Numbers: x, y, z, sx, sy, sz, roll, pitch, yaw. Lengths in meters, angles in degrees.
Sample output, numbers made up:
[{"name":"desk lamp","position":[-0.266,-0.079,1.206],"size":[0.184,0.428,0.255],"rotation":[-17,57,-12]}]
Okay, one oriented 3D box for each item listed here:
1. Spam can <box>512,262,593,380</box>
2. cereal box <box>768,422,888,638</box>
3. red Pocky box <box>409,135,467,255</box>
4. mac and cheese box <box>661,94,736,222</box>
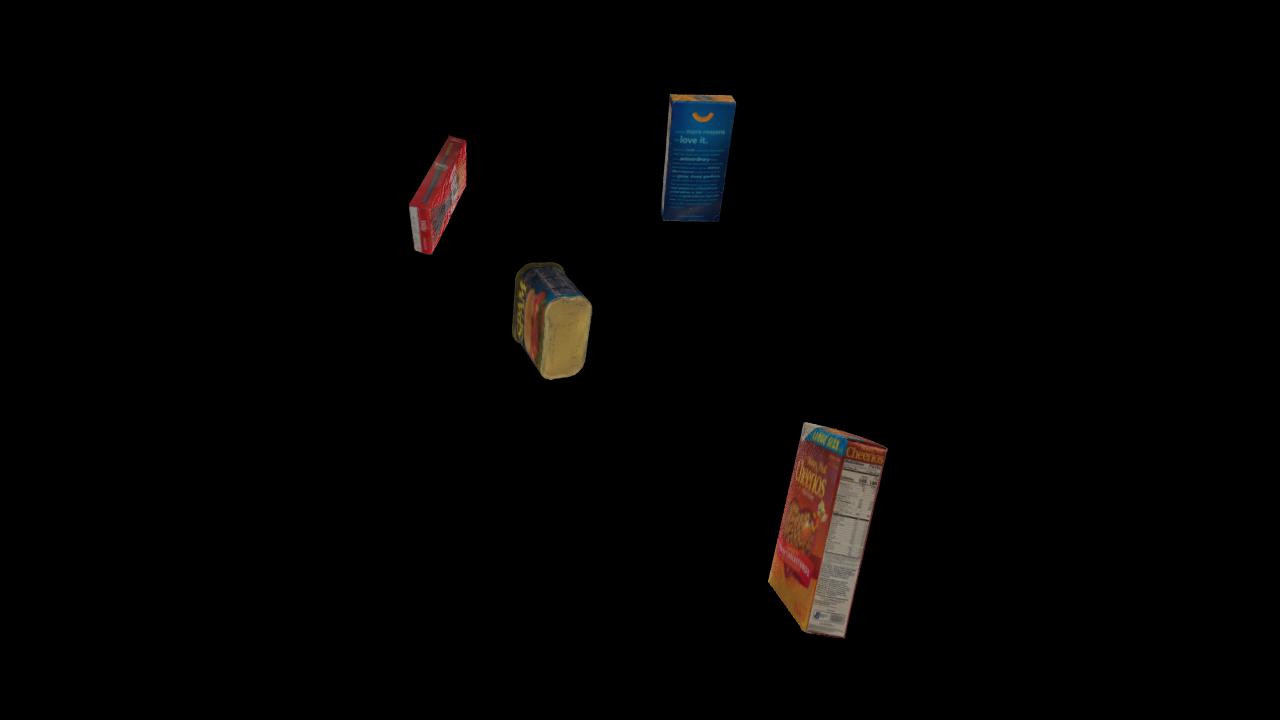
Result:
[{"name":"Spam can","position":[-0.095,-0.042,0.661],"size":[0.058,0.101,0.085],"rotation":[-9,36,-29]},{"name":"cereal box","position":[0.303,0.267,1.026],"size":[0.081,0.306,0.203],"rotation":[12,1,-4]},{"name":"red Pocky box","position":[-0.271,-0.226,0.837],"size":[0.028,0.155,0.083],"rotation":[13,-37,-4]},{"name":"mac and cheese box","position":[0.083,-0.297,0.920],"size":[0.093,0.184,0.041],"rotation":[0,41,-5]}]
